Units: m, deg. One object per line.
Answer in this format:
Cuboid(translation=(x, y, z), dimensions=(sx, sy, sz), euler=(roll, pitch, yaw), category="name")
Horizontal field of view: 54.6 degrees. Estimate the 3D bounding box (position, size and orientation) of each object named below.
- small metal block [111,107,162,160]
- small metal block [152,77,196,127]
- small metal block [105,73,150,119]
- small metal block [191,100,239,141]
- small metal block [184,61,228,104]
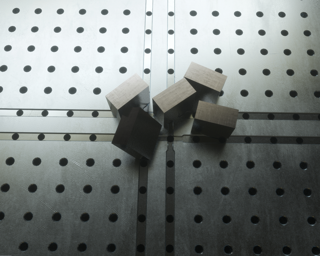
Cuboid(translation=(-0.028, 0.008, 0.393), dimensions=(0.025, 0.050, 0.050), euler=(3, 66, 37), category="small metal block")
Cuboid(translation=(0.018, -0.033, 0.411), dimensions=(0.050, 0.050, 0.025), euler=(-34, 74, -11), category="small metal block")
Cuboid(translation=(-0.041, -0.038, 0.412), dimensions=(0.050, 0.050, 0.025), euler=(-40, 75, -13), category="small metal block")
Cuboid(translation=(0.070, -0.009, 0.402), dimensions=(0.050, 0.050, 0.025), euler=(14, 71, 5), category="small metal block")
Cuboid(translation=(0.059, -0.058, 0.420), dimensions=(0.050, 0.050, 0.025), euler=(25, 72, 9), category="small metal block")
